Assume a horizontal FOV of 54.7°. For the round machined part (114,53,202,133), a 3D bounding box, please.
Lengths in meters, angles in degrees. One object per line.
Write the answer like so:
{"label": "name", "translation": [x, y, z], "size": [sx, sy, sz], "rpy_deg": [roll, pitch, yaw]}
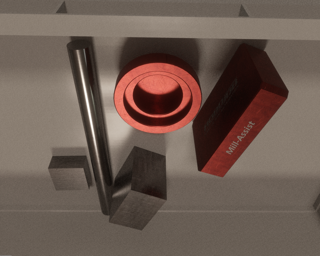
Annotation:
{"label": "round machined part", "translation": [-0.002, -0.044, 0.361], "size": [0.099, 0.042, 0.097], "rpy_deg": [-1, 130, 0]}

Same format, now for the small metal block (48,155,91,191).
{"label": "small metal block", "translation": [-0.134, 0.068, 0.465], "size": [0.050, 0.025, 0.050], "rpy_deg": [-1, 130, 0]}

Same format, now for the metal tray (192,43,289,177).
{"label": "metal tray", "translation": [0.081, -0.018, 0.352], "size": [0.030, 0.090, 0.129], "rpy_deg": [17, 128, -14]}

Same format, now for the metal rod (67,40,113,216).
{"label": "metal rod", "translation": [-0.087, 0.024, 0.428], "size": [0.025, 0.025, 0.298], "rpy_deg": [0, 130, 0]}

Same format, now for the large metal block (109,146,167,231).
{"label": "large metal block", "translation": [-0.031, 0.087, 0.447], "size": [0.050, 0.080, 0.079], "rpy_deg": [20, 127, -17]}
